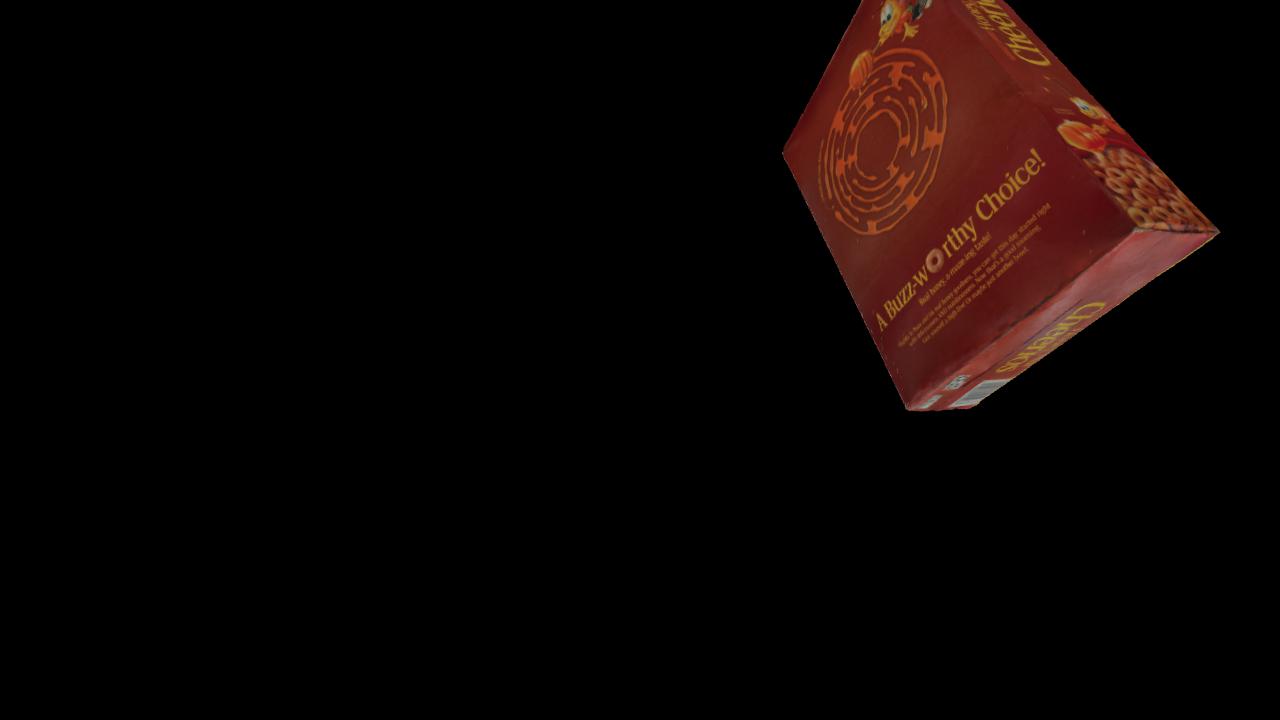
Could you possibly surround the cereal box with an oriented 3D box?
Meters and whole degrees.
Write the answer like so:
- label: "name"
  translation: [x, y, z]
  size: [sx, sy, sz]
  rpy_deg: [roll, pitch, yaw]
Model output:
- label: "cereal box"
  translation: [0.230, -0.141, 0.477]
  size: [0.081, 0.306, 0.203]
  rpy_deg: [-2, -33, -19]
